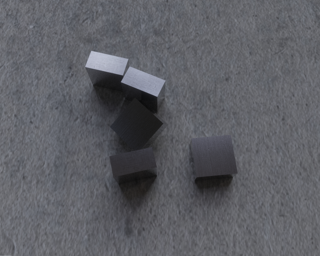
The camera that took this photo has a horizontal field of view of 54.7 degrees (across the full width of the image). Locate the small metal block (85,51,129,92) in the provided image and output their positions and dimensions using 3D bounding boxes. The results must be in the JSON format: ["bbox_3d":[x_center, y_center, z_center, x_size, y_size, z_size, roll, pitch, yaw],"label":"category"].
[{"bbox_3d":[-0.068,-0.075,0.422,0.050,0.050,0.025,13,71,4],"label":"small metal block"}]

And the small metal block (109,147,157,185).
[{"bbox_3d":[-0.031,0.047,0.377,0.050,0.050,0.025,-12,71,-5],"label":"small metal block"}]

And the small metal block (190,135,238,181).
[{"bbox_3d":[0.067,0.038,0.395,0.050,0.025,0.050,-5,70,-2],"label":"small metal block"}]

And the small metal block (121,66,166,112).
[{"bbox_3d":[-0.021,-0.050,0.413,0.050,0.050,0.025,23,71,8],"label":"small metal block"}]

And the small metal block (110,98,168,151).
[{"bbox_3d":[-0.027,-0.003,0.400,0.050,0.025,0.050,43,98,13],"label":"small metal block"}]
